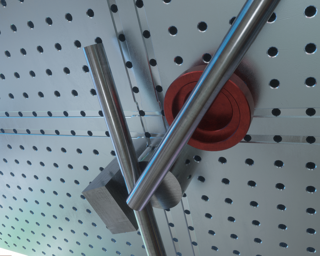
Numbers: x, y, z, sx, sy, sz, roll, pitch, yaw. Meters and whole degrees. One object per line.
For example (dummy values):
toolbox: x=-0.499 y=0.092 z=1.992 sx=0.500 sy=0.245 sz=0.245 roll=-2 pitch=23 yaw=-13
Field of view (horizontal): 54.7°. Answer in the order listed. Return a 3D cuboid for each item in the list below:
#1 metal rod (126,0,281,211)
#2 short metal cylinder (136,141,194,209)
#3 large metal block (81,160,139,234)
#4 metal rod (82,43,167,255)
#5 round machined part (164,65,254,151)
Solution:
metal rod: x=0.038 y=-0.023 z=0.313 sx=0.025 sy=0.025 sz=0.298 roll=33 pitch=117 yaw=6
short metal cylinder: x=0.002 y=0.066 z=0.433 sx=0.080 sy=0.050 sz=0.079 roll=13 pitch=124 yaw=20
large metal block: x=-0.055 y=0.097 z=0.463 sx=0.050 sy=0.080 sz=0.080 roll=-22 pitch=107 yaw=36
metal rod: x=-0.040 y=0.044 z=0.395 sx=0.025 sy=0.025 sz=0.298 roll=-9 pitch=103 yaw=32
round machined part: x=0.057 y=-0.025 z=0.353 sx=0.098 sy=0.042 sz=0.097 roll=13 pitch=124 yaw=20
